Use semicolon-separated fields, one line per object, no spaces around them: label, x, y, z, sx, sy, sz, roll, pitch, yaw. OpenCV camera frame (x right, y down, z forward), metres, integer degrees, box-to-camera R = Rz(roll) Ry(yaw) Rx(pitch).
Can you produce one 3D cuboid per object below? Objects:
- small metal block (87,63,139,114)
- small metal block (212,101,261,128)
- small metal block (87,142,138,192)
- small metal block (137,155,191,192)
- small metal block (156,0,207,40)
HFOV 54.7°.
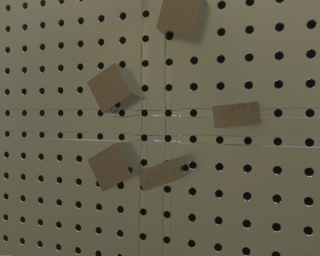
small metal block;-0.066;-0.055;0.435;0.050;0.025;0.050;-31;80;17
small metal block;0.093;-0.015;0.366;0.050;0.050;0.025;-6;88;19
small metal block;-0.065;0.054;0.435;0.050;0.025;0.050;-30;80;17
small metal block;0.006;0.057;0.396;0.050;0.050;0.025;-22;83;18
small metal block;0.028;-0.146;0.402;0.050;0.025;0.050;16;95;19
